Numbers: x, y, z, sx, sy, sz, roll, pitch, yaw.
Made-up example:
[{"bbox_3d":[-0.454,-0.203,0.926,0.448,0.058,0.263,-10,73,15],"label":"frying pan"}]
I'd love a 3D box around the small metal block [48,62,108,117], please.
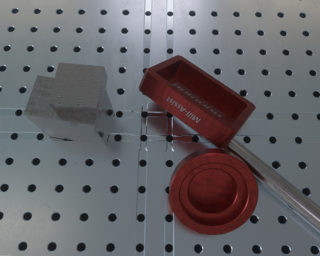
[{"bbox_3d":[-0.088,-0.042,0.342,0.050,0.025,0.050,5,70,2],"label":"small metal block"}]

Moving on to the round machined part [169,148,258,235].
[{"bbox_3d":[0.060,0.070,0.363,0.099,0.042,0.097,0,102,1],"label":"round machined part"}]

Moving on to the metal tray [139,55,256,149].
[{"bbox_3d":[0.050,-0.039,0.398,0.130,0.030,0.091,37,38,12],"label":"metal tray"}]

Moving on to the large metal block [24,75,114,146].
[{"bbox_3d":[-0.108,-0.019,0.388,0.080,0.080,0.050,9,71,3],"label":"large metal block"}]

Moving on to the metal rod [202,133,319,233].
[{"bbox_3d":[0.127,0.055,0.392,0.300,0.025,0.025,40,75,13],"label":"metal rod"}]
